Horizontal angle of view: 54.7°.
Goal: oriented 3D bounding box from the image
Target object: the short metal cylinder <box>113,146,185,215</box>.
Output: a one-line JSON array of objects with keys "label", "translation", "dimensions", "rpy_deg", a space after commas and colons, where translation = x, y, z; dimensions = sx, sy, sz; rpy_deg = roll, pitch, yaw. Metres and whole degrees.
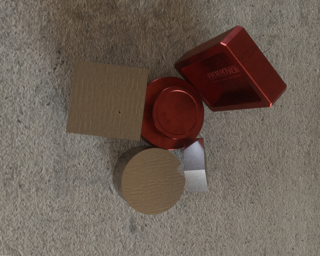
[{"label": "short metal cylinder", "translation": [-0.015, 0.064, 0.393], "dimensions": [0.081, 0.050, 0.079], "rpy_deg": [0, 90, -21]}]

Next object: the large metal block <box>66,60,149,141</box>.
[{"label": "large metal block", "translation": [-0.058, -0.029, 0.363], "dimensions": [0.081, 0.050, 0.080], "rpy_deg": [7, 88, -3]}]

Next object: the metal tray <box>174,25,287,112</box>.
[{"label": "metal tray", "translation": [0.079, -0.065, 0.384], "dimensions": [0.030, 0.130, 0.090], "rpy_deg": [-46, 105, -14]}]

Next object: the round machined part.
[{"label": "round machined part", "translation": [0.016, -0.020, 0.409], "dimensions": [0.099, 0.042, 0.097], "rpy_deg": [0, 90, -21]}]

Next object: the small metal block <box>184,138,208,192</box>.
[{"label": "small metal block", "translation": [0.047, 0.049, 0.404], "dimensions": [0.025, 0.050, 0.050], "rpy_deg": [-5, 137, 10]}]
